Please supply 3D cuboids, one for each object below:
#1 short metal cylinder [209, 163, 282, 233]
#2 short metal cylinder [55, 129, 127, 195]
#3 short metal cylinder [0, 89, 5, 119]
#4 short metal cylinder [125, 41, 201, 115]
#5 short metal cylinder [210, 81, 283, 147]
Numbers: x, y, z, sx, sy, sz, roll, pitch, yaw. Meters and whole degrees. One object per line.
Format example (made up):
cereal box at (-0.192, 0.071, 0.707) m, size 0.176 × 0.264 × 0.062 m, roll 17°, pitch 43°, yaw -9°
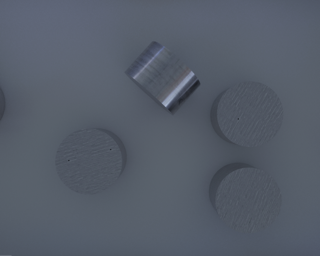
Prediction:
short metal cylinder at (0.107, 0.087, 0.400) m, size 0.081 × 0.050 × 0.080 m, roll 0°, pitch 90°, yaw 0°
short metal cylinder at (-0.086, 0.040, 0.398) m, size 0.081 × 0.050 × 0.080 m, roll 0°, pitch 90°, yaw 0°
short metal cylinder at (-0.242, -0.032, 0.386) m, size 0.081 × 0.050 × 0.079 m, roll 0°, pitch 91°, yaw -17°
short metal cylinder at (0.003, -0.061, 0.384) m, size 0.080 × 0.080 × 0.050 m, roll 42°, pitch 90°, yaw 0°
short metal cylinder at (0.109, -0.017, 0.400) m, size 0.081 × 0.050 × 0.080 m, roll 0°, pitch 90°, yaw 0°
